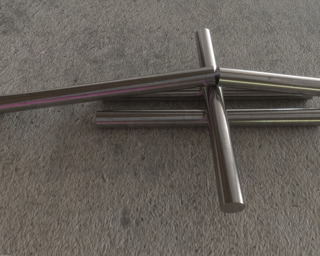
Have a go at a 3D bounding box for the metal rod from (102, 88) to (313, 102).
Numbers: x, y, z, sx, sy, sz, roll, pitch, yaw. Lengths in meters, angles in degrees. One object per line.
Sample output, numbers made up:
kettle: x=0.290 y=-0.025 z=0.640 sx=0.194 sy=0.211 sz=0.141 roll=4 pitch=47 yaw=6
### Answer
metal rod: x=0.068 y=-0.052 z=0.448 sx=0.302 sy=0.025 sz=0.025 roll=-1 pitch=50 yaw=-1

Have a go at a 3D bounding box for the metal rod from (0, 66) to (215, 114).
metal rod: x=-0.080 y=-0.049 z=0.412 sx=0.302 sy=0.025 sz=0.025 roll=-7 pitch=50 yaw=6

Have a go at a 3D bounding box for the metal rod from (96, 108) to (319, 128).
metal rod: x=0.068 y=-0.013 z=0.416 sx=0.302 sy=0.025 sz=0.025 roll=-1 pitch=50 yaw=-1

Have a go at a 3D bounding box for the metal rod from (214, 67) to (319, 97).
metal rod: x=0.221 y=-0.055 z=0.421 sx=0.302 sy=0.025 sz=0.025 roll=4 pitch=50 yaw=-10

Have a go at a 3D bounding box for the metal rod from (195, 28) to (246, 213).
metal rod: x=0.071 y=-0.036 z=0.403 sx=0.025 sy=0.025 sz=0.300 roll=0 pitch=50 yaw=-1
